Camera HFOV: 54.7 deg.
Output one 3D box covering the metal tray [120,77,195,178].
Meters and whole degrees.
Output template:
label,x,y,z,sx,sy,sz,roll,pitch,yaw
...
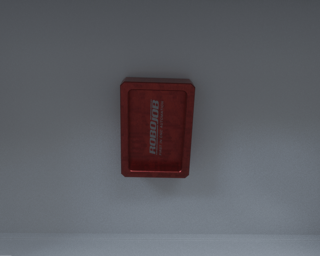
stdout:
label,x,y,z,sx,sy,sz,roll,pitch,yaw
metal tray,-0.005,0.001,0.406,0.091,0.030,0.129,1,110,-2
